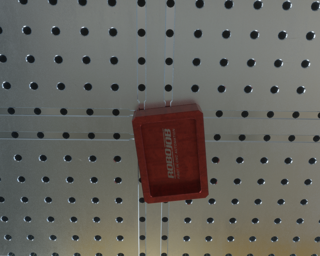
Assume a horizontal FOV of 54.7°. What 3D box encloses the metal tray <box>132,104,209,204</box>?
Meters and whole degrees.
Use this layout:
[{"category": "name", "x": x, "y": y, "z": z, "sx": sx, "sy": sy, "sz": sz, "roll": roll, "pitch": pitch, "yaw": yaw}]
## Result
[{"category": "metal tray", "x": 0.016, "y": 0.037, "z": 0.424, "sx": 0.091, "sy": 0.030, "sz": 0.129, "roll": -6, "pitch": 110, "yaw": 2}]
